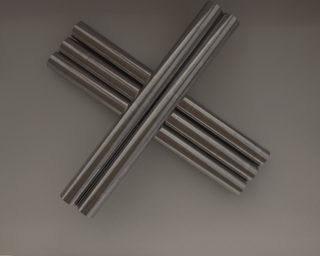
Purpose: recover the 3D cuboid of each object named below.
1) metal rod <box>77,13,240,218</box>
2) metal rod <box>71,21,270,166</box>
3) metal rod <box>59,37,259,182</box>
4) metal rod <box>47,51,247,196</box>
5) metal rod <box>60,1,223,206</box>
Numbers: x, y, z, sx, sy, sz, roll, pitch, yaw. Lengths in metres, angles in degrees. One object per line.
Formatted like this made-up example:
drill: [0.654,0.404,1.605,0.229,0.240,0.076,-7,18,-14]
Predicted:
metal rod: [-0.002,-0.016,0.385,0.025,0.025,0.300,37,90,0]
metal rod: [0.014,-0.045,0.410,0.301,0.025,0.025,35,90,0]
metal rod: [-0.001,-0.024,0.410,0.301,0.025,0.025,34,90,0]
metal rod: [-0.017,-0.005,0.410,0.301,0.025,0.025,34,90,0]
metal rod: [-0.023,-0.030,0.385,0.025,0.025,0.300,37,90,0]
